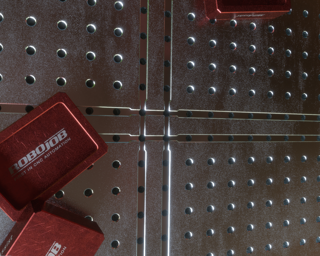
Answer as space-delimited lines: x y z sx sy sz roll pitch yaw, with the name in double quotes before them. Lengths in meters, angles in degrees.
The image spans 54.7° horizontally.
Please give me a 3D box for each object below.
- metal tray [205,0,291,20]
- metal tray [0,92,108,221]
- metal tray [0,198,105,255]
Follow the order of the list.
"metal tray" 0.128 -0.212 0.458 0.131 0.030 0.089 -9 93 -20
"metal tray" -0.139 0.030 0.358 0.131 0.030 0.090 -40 103 -16
"metal tray" -0.135 0.155 0.343 0.090 0.030 0.130 36 84 -32
